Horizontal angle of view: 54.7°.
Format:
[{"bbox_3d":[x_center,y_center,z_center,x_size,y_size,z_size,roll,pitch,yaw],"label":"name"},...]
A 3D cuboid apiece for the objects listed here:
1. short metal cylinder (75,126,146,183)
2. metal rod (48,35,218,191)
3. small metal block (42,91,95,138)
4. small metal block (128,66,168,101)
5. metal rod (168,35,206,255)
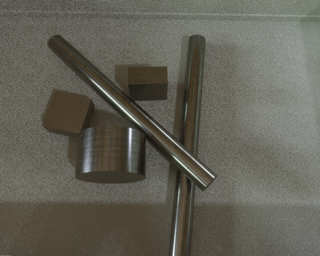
[{"bbox_3d":[-0.057,0.034,0.367,0.081,0.080,0.050,-1,70,-1],"label":"short metal cylinder"},{"bbox_3d":[-0.048,-0.031,0.404,0.025,0.025,0.300,-43,70,-14],"label":"metal rod"},{"bbox_3d":[-0.121,-0.017,0.414,0.050,0.025,0.050,13,70,4],"label":"small metal block"},{"bbox_3d":[-0.016,-0.059,0.418,0.050,0.050,0.025,-2,70,-1],"label":"small metal block"},{"bbox_3d":[0.039,0.009,0.406,0.025,0.025,0.299,6,70,2],"label":"metal rod"}]
